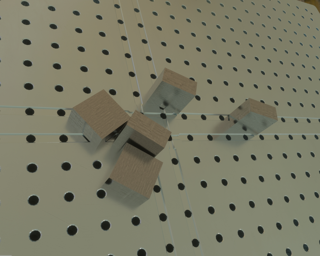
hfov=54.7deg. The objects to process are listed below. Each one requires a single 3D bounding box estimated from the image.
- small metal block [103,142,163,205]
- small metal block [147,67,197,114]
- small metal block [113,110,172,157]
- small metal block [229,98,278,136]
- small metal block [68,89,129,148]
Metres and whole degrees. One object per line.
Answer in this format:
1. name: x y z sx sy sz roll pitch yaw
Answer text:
1. small metal block: -0.031 0.053 0.361 0.050 0.025 0.050 30 52 -10
2. small metal block: 0.017 -0.051 0.434 0.050 0.050 0.025 22 54 -16
3. small metal block: -0.022 0.012 0.374 0.050 0.050 0.025 32 52 -8
4. small metal block: 0.145 -0.016 0.483 0.050 0.050 0.025 16 55 -20
5. small metal block: -0.073 -0.012 0.377 0.050 0.025 0.050 46 51 4
